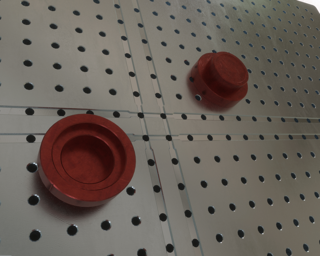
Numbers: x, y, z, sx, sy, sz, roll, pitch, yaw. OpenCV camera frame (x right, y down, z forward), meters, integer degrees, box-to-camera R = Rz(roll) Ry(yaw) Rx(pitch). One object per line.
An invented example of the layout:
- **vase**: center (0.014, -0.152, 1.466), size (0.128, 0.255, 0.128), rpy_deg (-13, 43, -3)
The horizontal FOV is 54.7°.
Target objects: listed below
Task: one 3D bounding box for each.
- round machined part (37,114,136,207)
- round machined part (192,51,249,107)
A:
- **round machined part**: center (-0.079, 0.037, 0.333), size (0.099, 0.042, 0.098), rpy_deg (14, 56, -21)
- **round machined part**: center (0.105, -0.086, 0.509), size (0.099, 0.042, 0.098), rpy_deg (14, 56, -21)
